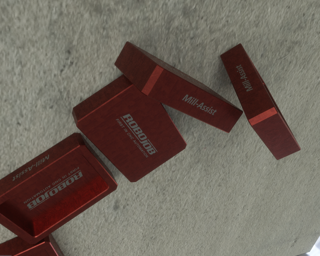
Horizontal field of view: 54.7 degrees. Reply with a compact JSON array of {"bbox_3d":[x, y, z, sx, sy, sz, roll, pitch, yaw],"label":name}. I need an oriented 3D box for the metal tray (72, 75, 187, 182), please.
[{"bbox_3d":[-0.032,0.002,0.381,0.090,0.030,0.130,-34,132,-1],"label":"metal tray"}]

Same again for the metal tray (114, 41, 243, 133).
[{"bbox_3d":[0.022,-0.045,0.350,0.131,0.090,0.030,21,107,-37],"label":"metal tray"}]

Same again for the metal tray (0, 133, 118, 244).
[{"bbox_3d":[-0.130,0.076,0.380,0.130,0.030,0.090,-34,129,-7],"label":"metal tray"}]

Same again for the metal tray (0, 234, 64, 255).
[{"bbox_3d":[-0.179,0.204,0.432,0.091,0.030,0.129,-22,127,-16],"label":"metal tray"}]

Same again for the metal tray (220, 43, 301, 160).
[{"bbox_3d":[0.123,-0.035,0.385,0.030,0.130,0.090,-30,133,21],"label":"metal tray"}]
